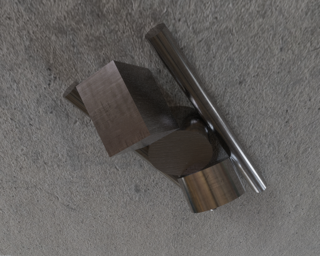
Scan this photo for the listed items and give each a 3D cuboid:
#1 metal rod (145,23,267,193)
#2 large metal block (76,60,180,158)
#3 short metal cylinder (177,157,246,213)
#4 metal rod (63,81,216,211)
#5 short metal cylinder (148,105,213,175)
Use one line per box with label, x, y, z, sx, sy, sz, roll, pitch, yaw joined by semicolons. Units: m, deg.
metal rod;0.075;-0.005;0.404;0.025;0.025;0.300;-26;126;20
large metal block;-0.031;-0.021;0.334;0.050;0.080;0.080;-30;83;22
short metal cylinder;0.071;0.078;0.432;0.080;0.080;0.050;-25;84;19
metal rod;-0.010;0.040;0.442;0.025;0.025;0.300;-33;123;25
short metal cylinder;0.026;0.017;0.407;0.081;0.050;0.079;0;130;0
